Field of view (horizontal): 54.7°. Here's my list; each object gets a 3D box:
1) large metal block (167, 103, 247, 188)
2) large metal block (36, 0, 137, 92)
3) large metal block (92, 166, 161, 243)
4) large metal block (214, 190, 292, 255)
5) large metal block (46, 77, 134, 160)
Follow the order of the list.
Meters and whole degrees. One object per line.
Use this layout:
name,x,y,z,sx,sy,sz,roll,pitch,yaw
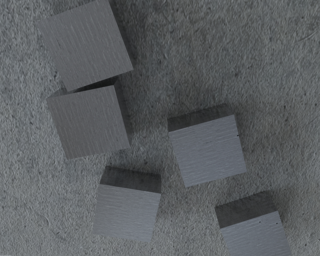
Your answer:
large metal block,0.060,0.022,0.405,0.080,0.050,0.080,-16,110,5
large metal block,-0.080,-0.097,0.360,0.080,0.050,0.080,-18,109,6
large metal block,-0.045,0.106,0.435,0.081,0.050,0.079,10,110,-4
large metal block,0.134,0.149,0.453,0.080,0.050,0.080,-20,109,7
large metal block,-0.084,-0.013,0.391,0.080,0.050,0.079,-11,110,4
